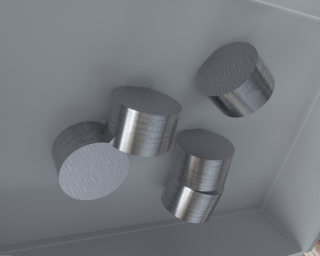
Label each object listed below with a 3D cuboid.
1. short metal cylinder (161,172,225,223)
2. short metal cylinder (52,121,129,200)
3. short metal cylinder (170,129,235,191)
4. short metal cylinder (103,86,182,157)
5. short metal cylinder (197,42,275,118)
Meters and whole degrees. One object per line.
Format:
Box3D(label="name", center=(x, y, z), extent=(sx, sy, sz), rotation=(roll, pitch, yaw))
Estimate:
Box3D(label="short metal cylinder", center=(0.048, 0.093, 0.456), extent=(0.081, 0.080, 0.050), rotation=(6, 115, -31))
Box3D(label="short metal cylinder", center=(-0.084, 0.039, 0.371), extent=(0.081, 0.050, 0.079), rotation=(-14, 124, -21))
Box3D(label="short metal cylinder", center=(0.058, 0.043, 0.431), extent=(0.081, 0.080, 0.050), rotation=(-6, 121, -26))
Box3D(label="short metal cylinder", center=(-0.020, -0.010, 0.356), extent=(0.081, 0.080, 0.050), rotation=(1, 118, -29))
Box3D(label="short metal cylinder", center=(0.094, -0.060, 0.387), extent=(0.080, 0.080, 0.050), rotation=(-48, 129, 5))
